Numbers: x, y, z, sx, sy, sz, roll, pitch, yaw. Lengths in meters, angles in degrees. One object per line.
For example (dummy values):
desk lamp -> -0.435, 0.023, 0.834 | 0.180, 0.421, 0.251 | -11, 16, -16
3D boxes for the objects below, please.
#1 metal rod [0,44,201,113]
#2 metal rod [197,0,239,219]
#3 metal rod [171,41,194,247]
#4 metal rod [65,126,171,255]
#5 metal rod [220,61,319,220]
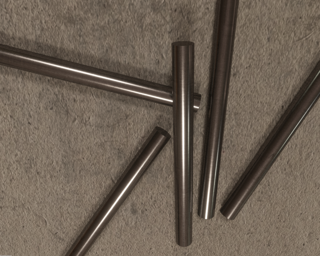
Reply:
metal rod -> -0.097, -0.066, 0.383 | 0.302, 0.025, 0.025 | 13, 110, -6
metal rod -> 0.073, -0.013, 0.406 | 0.025, 0.025, 0.298 | 2, 110, -1
metal rod -> 0.031, 0.040, 0.406 | 0.025, 0.025, 0.298 | -2, 117, 0
metal rod -> -0.079, 0.122, 0.453 | 0.025, 0.025, 0.299 | 32, 107, -12
metal rod -> 0.167, 0.002, 0.412 | 0.025, 0.025, 0.298 | 25, 108, -9
